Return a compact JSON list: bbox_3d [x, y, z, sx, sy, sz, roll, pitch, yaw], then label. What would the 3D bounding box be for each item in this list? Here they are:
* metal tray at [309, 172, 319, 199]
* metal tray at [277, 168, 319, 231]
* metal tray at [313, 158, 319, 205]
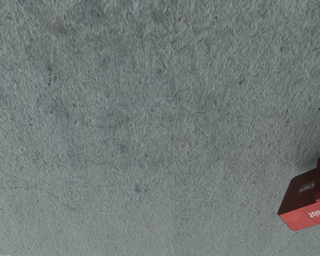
[{"bbox_3d":[0.314,0.087,0.480,0.131,0.030,0.089,19,127,-16],"label":"metal tray"},{"bbox_3d":[0.224,0.079,0.403,0.030,0.091,0.129,50,134,1],"label":"metal tray"},{"bbox_3d":[0.257,0.103,0.401,0.130,0.090,0.030,47,131,-4],"label":"metal tray"}]
